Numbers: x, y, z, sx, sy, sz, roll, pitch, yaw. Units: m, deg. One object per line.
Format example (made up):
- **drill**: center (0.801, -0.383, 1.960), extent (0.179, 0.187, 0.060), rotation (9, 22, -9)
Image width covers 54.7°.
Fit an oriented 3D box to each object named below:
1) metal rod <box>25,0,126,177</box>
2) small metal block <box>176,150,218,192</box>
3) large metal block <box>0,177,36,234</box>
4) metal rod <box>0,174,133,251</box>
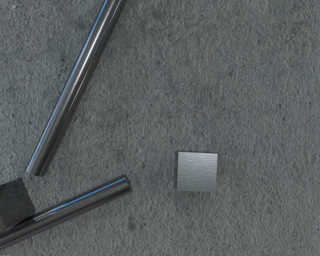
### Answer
- **metal rod**: center (-0.102, -0.077, 0.408), extent (0.025, 0.025, 0.299), rotation (25, 90, -1)
- **small metal block**: center (0.048, 0.057, 0.411), extent (0.050, 0.025, 0.050), rotation (3, 90, -1)
- **large metal block**: center (-0.215, 0.106, 0.380), extent (0.080, 0.080, 0.050), rotation (-23, 90, 0)
- **metal rod**: center (-0.179, 0.134, 0.407), extent (0.301, 0.025, 0.025), rotation (-24, 90, -1)
